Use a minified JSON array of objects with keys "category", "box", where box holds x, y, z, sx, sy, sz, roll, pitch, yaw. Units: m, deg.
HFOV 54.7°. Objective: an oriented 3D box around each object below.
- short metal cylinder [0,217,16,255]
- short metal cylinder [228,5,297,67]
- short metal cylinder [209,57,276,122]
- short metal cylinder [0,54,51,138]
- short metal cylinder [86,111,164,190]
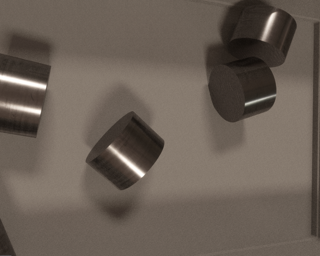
[{"category":"short metal cylinder","box":[-0.193,0.131,0.310,0.081,0.080,0.050,-21,97,-19]},{"category":"short metal cylinder","box":[0.143,-0.127,0.436,0.080,0.080,0.050,24,82,-19]},{"category":"short metal cylinder","box":[0.111,-0.053,0.424,0.050,0.080,0.080,-18,96,-19]},{"category":"short metal cylinder","box":[-0.149,-0.033,0.326,0.050,0.080,0.080,12,86,-20]},{"category":"short metal cylinder","box":[-0.041,0.026,0.367,0.050,0.080,0.080,44,76,-15]}]
